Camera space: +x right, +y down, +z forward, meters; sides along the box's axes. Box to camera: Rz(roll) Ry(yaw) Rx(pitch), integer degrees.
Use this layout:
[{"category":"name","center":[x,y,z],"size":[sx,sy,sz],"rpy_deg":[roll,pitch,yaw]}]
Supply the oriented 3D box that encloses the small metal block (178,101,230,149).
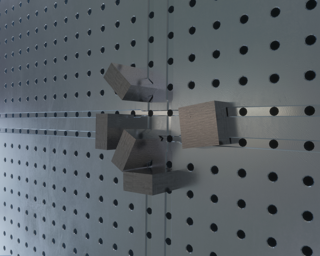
[{"category":"small metal block","center":[0.052,-0.003,0.368],"size":[0.050,0.025,0.050],"rpy_deg":[-9,84,39]}]

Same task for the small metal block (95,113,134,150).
[{"category":"small metal block","center":[-0.065,0.005,0.448],"size":[0.025,0.050,0.050],"rpy_deg":[2,92,40]}]

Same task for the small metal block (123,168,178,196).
[{"category":"small metal block","center":[-0.012,0.068,0.404],"size":[0.050,0.050,0.025],"rpy_deg":[-1,90,40]}]

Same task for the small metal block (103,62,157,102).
[{"category":"small metal block","center":[-0.041,-0.062,0.428],"size":[0.050,0.050,0.025],"rpy_deg":[49,119,28]}]

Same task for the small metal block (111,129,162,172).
[{"category":"small metal block","center":[-0.032,0.029,0.420],"size":[0.025,0.050,0.050],"rpy_deg":[37,113,34]}]
